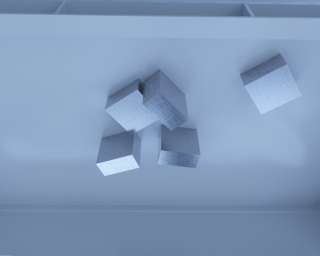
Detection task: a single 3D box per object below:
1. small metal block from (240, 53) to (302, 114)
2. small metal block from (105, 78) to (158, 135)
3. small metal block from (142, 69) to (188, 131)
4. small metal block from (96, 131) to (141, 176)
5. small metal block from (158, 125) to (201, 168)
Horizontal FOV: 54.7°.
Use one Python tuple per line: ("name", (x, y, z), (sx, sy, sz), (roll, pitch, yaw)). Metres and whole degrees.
("small metal block", (0.131, -0.051, 0.367), (0.050, 0.025, 0.050), (-27, 125, 21))
("small metal block", (-0.031, -0.026, 0.387), (0.050, 0.025, 0.050), (-29, 125, 22))
("small metal block", (0.007, -0.033, 0.364), (0.025, 0.050, 0.050), (-33, 123, 24))
("small metal block", (-0.054, 0.033, 0.420), (0.050, 0.050, 0.025), (-15, 129, 12))
("small metal block", (0.024, 0.024, 0.413), (0.050, 0.050, 0.025), (7, 130, -6))
